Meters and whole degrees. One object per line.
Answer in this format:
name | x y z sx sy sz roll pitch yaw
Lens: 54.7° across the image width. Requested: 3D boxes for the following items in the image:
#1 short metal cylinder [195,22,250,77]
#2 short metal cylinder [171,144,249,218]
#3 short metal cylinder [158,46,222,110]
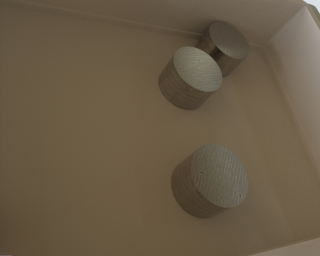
short metal cylinder | 0.105 -0.134 0.530 0.081 0.050 0.080 14 56 -21
short metal cylinder | 0.061 0.066 0.384 0.081 0.050 0.080 14 56 -21
short metal cylinder | 0.045 -0.073 0.460 0.081 0.050 0.080 14 56 -21
